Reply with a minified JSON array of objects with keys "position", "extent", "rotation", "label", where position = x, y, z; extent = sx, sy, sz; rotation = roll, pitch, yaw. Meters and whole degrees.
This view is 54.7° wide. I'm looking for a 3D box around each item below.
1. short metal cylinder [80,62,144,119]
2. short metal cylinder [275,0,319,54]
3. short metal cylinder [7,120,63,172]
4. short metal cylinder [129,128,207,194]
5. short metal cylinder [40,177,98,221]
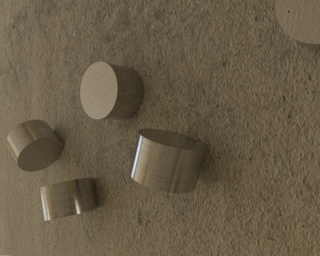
[{"position":[-0.070,-0.052,0.446],"extent":[0.080,0.050,0.080],"rotation":[0,90,40],"label":"short metal cylinder"},{"position":[0.148,-0.107,0.266],"extent":[0.080,0.050,0.080],"rotation":[0,90,40],"label":"short metal cylinder"},{"position":[-0.223,0.032,0.554],"extent":[0.050,0.081,0.080],"rotation":[45,117,30],"label":"short metal cylinder"},{"position":[0.009,0.036,0.362],"extent":[0.080,0.081,0.050],"rotation":[22,104,38],"label":"short metal cylinder"},{"position":[-0.143,0.111,0.488],"extent":[0.080,0.081,0.050],"rotation":[-20,78,38],"label":"short metal cylinder"}]
